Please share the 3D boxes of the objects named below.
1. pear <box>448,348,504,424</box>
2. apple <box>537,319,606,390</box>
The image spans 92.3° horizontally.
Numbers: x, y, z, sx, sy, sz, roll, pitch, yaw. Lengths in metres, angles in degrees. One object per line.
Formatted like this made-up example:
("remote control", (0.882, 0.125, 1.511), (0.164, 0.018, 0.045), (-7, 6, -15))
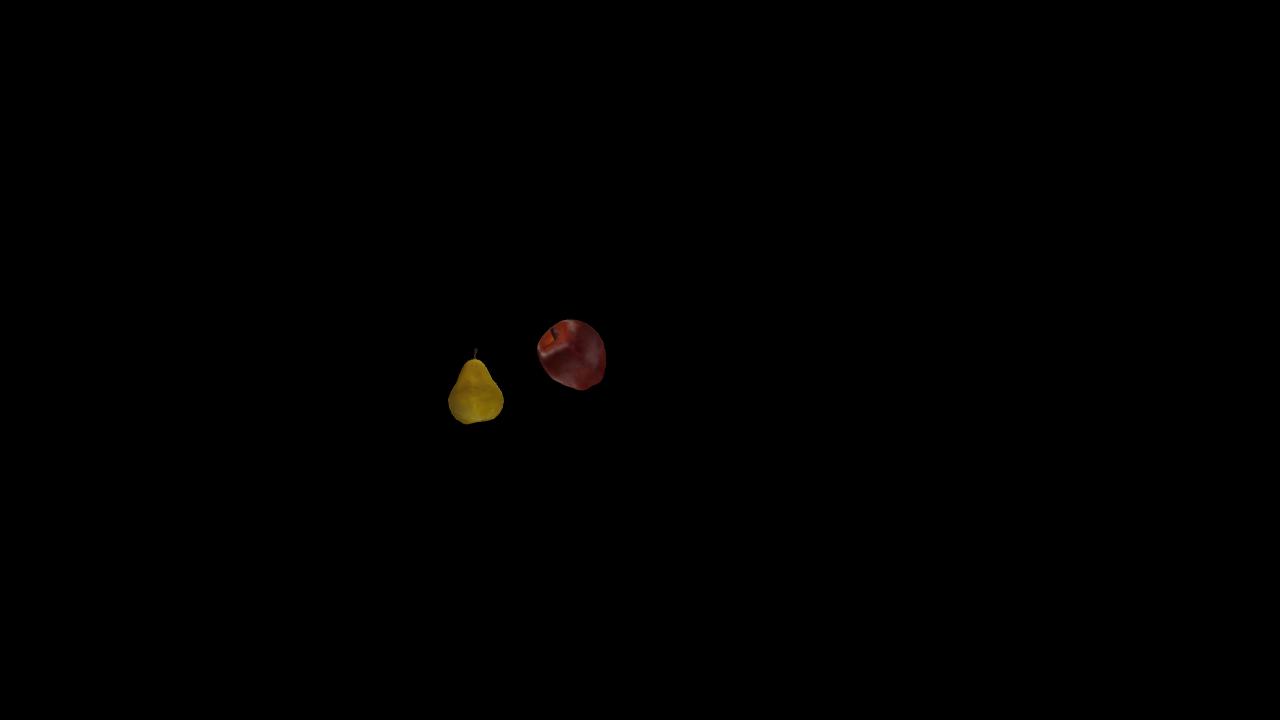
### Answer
("pear", (-0.245, 0.037, 0.908), (0.080, 0.111, 0.080), (-11, -4, -1))
("apple", (-0.081, -0.007, 0.748), (0.079, 0.079, 0.093), (0, -38, 42))
